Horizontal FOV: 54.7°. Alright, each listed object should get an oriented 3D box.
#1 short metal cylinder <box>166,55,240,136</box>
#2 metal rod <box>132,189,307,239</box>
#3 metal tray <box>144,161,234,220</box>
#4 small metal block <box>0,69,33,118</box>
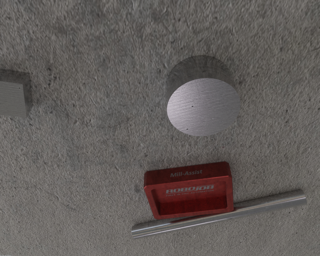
[{"bbox_3d":[0.048,-0.037,0.360,0.081,0.050,0.079,0,130,0],"label":"short metal cylinder"},{"bbox_3d":[0.094,0.152,0.537,0.301,0.025,0.025,-16,129,13],"label":"metal rod"},{"bbox_3d":[0.047,0.101,0.490,0.131,0.030,0.090,-8,130,6],"label":"metal tray"},{"bbox_3d":[-0.183,-0.042,0.370,0.050,0.025,0.050,8,130,-7],"label":"small metal block"}]
